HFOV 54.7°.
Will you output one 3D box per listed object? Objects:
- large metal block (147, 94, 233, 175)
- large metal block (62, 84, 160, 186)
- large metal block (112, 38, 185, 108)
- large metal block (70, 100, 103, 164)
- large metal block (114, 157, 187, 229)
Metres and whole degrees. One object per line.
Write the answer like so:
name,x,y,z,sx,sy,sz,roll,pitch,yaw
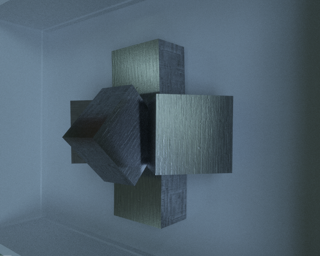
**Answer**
large metal block,0.031,0.006,0.335,0.050,0.081,0.079,-174,84,-78
large metal block,-0.049,0.008,0.358,0.050,0.080,0.080,-1,46,39
large metal block,-0.016,-0.062,0.398,0.080,0.050,0.080,-2,89,40
large metal block,-0.085,0.005,0.430,0.050,0.080,0.080,-1,90,4
large metal block,-0.013,0.075,0.400,0.080,0.050,0.080,1,91,40
